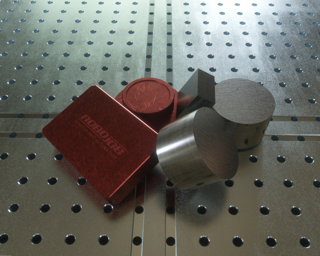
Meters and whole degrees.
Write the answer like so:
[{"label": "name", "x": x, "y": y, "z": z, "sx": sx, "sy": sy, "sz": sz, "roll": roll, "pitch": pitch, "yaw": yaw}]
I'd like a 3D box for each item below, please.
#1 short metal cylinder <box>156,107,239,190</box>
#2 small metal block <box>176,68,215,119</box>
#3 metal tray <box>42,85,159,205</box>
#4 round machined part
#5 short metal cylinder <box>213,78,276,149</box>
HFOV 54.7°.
[{"label": "short metal cylinder", "x": 0.042, "y": 0.023, "z": 0.339, "sx": 0.050, "sy": 0.080, "sz": 0.080, "roll": -26, "pitch": 38, "yaw": 37}, {"label": "small metal block", "x": 0.045, "y": -0.039, "z": 0.395, "sx": 0.025, "sy": 0.050, "sz": 0.050, "roll": 23, "pitch": 47, "yaw": -18}, {"label": "metal tray", "x": -0.067, "y": 0.015, "z": 0.371, "sx": 0.130, "sy": 0.030, "sz": 0.090, "roll": 38, "pitch": 74, "yaw": 27}, {"label": "round machined part", "x": -0.015, "y": -0.031, "z": 0.417, "sx": 0.099, "sy": 0.042, "sz": 0.098, "roll": 0, "pitch": 50, "yaw": 0}, {"label": "short metal cylinder", "x": 0.102, "y": -0.019, "z": 0.404, "sx": 0.081, "sy": 0.050, "sz": 0.080, "roll": 0, "pitch": 50, "yaw": 0}]
